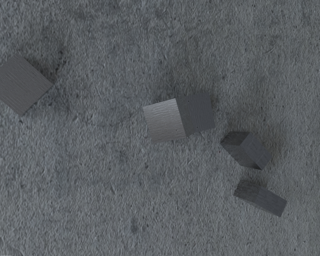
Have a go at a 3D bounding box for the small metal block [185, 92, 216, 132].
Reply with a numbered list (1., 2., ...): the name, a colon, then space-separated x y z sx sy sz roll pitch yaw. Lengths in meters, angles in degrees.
1. small metal block: 0.044 -0.020 0.425 0.050 0.025 0.050 -13 94 -20

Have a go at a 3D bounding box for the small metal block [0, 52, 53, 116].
1. small metal block: -0.159 -0.048 0.350 0.050 0.025 0.050 44 76 -15

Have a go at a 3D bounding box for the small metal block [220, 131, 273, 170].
1. small metal block: 0.121 0.031 0.440 0.050 0.050 0.025 45 76 -15

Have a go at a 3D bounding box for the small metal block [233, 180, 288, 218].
1. small metal block: 0.144 0.102 0.449 0.050 0.050 0.025 30 80 -18

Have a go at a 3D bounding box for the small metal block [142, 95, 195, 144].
1. small metal block: 0.011 -0.011 0.397 0.025 0.050 0.050 -25 101 -56
